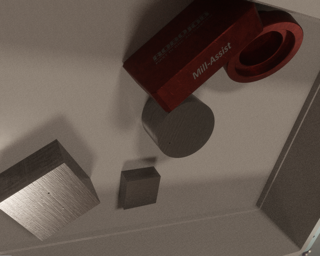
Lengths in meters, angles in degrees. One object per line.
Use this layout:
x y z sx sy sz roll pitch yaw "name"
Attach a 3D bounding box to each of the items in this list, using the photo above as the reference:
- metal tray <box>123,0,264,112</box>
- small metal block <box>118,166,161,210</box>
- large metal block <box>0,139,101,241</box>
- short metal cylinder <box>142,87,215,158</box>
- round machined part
0.030 -0.086 0.331 0.130 0.090 0.030 -41 130 0 "metal tray"
-0.030 0.086 0.447 0.050 0.025 0.050 -5 121 -26 "small metal block"
-0.131 0.074 0.367 0.080 0.050 0.080 -33 129 -7 "large metal block"
0.023 -0.008 0.402 0.081 0.050 0.079 -14 125 -21 "short metal cylinder"
0.120 -0.105 0.385 0.099 0.042 0.098 -15 149 -9 "round machined part"
